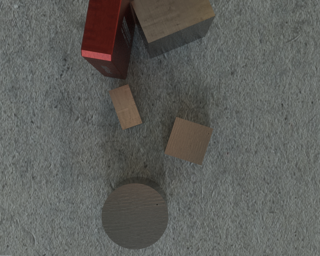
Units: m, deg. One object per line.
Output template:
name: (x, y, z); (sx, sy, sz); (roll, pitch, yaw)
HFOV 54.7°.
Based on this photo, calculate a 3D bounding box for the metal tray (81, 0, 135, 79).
metal tray: (-0.053, -0.111, 0.357); (0.030, 0.130, 0.089); (10, 90, 0)

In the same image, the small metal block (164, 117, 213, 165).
small metal block: (0.037, 0.017, 0.410); (0.050, 0.025, 0.050); (18, 90, 0)

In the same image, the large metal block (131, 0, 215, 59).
large metal block: (0.015, -0.132, 0.382); (0.080, 0.080, 0.050); (-23, 90, 0)

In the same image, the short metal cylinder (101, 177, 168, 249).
short metal cylinder: (-0.030, 0.106, 0.397); (0.081, 0.050, 0.079); (0, 90, 0)

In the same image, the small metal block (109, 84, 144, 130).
small metal block: (-0.042, -0.025, 0.397); (0.025, 0.050, 0.050); (-20, 90, 0)
